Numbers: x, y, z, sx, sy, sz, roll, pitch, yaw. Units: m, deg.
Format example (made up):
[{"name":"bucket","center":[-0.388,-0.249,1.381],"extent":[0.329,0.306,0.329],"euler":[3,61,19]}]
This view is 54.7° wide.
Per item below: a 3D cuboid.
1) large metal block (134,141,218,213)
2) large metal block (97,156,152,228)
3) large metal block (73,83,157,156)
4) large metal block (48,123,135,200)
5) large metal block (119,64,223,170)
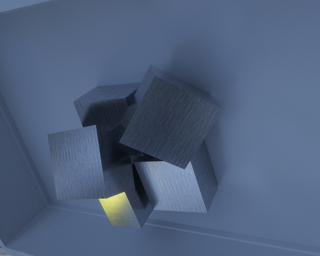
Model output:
[{"name":"large metal block","center":[0.023,0.064,0.414],"extent":[0.080,0.050,0.080],"euler":[-5,116,30]},{"name":"large metal block","center":[-0.043,0.083,0.443],"extent":[0.050,0.080,0.080],"euler":[-7,115,31]},{"name":"large metal block","center":[-0.055,-0.011,0.412],"extent":[0.080,0.050,0.080],"euler":[-1,118,28]},{"name":"large metal block","center":[-0.083,0.040,0.373],"extent":[0.080,0.050,0.080],"euler":[-10,88,32]},{"name":"large metal block","center":[0.009,-0.012,0.344],"extent":[0.080,0.050,0.080],"euler":[24,109,-17]}]
